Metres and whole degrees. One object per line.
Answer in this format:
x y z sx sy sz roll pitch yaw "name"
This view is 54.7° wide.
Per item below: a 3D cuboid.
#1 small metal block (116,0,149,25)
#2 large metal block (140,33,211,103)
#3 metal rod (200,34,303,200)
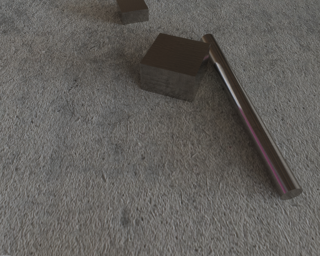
-0.053 -0.225 0.592 0.050 0.025 0.050 -13 51 -11 "small metal block"
0.024 -0.092 0.465 0.080 0.050 0.080 16 52 13 "large metal block"
0.113 -0.039 0.436 0.025 0.025 0.300 -9 51 -8 "metal rod"
